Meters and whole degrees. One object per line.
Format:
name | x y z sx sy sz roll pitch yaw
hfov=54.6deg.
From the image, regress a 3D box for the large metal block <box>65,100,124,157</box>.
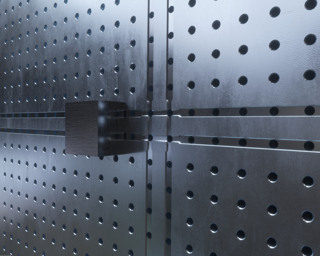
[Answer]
large metal block | -0.102 0.000 0.479 0.080 0.050 0.080 0 90 40
